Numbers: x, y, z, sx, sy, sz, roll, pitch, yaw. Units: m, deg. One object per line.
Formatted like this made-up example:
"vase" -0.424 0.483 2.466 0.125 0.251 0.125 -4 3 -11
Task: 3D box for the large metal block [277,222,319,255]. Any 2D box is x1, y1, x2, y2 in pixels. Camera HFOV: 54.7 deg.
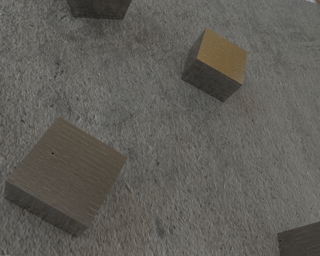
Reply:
"large metal block" 0.195 0.164 0.373 0.050 0.080 0.080 18 55 -18

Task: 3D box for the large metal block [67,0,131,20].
"large metal block" -0.097 -0.213 0.465 0.081 0.050 0.080 -10 67 -32

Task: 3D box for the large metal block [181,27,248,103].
"large metal block" 0.088 -0.101 0.496 0.080 0.050 0.080 27 52 -11

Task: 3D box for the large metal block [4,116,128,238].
"large metal block" -0.092 0.049 0.308 0.080 0.050 0.080 33 51 -7
